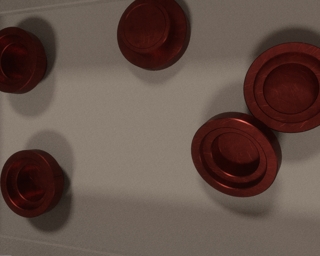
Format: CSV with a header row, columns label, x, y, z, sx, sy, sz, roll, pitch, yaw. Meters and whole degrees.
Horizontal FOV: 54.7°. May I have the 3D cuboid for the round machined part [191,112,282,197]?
label,x,y,z,sx,sy,sz,roll,pitch,yaw
round machined part,0.089,0.027,0.357,0.098,0.042,0.097,14,119,27

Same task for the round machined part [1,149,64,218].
label,x,y,z,sx,sy,sz,roll,pitch,yaw
round machined part,-0.185,0.080,0.465,0.098,0.042,0.097,0,90,19

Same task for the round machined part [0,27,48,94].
label,x,y,z,sx,sy,sz,roll,pitch,yaw
round machined part,-0.214,-0.101,0.475,0.098,0.042,0.097,0,90,19

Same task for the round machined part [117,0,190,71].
label,x,y,z,sx,sy,sz,roll,pitch,yaw
round machined part,-0.013,-0.127,0.405,0.098,0.042,0.097,0,90,19

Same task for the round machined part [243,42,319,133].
label,x,y,z,sx,sy,sz,roll,pitch,yaw
round machined part,0.146,-0.043,0.349,0.098,0.042,0.097,0,89,19
